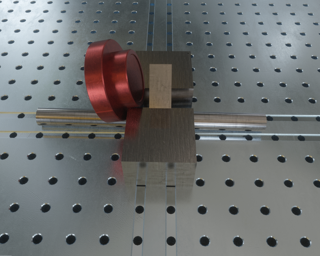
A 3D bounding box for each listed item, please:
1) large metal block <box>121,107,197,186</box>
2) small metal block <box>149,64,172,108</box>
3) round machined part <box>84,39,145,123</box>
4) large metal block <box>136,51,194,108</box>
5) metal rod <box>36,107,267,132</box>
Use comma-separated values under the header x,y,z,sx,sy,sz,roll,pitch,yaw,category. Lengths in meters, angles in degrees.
x,y,z,sx,sy,sz,roll,pitch,yaw,category
0.000,0.022,0.373,0.080,0.050,0.080,1,50,1,large metal block
0.001,-0.050,0.376,0.025,0.050,0.050,1,6,0,small metal block
-0.048,-0.057,0.370,0.042,0.098,0.098,-6,49,14,round machined part
0.004,-0.066,0.447,0.081,0.050,0.080,1,50,0,large metal block
-0.012,-0.011,0.417,0.302,0.025,0.025,2,50,1,metal rod
